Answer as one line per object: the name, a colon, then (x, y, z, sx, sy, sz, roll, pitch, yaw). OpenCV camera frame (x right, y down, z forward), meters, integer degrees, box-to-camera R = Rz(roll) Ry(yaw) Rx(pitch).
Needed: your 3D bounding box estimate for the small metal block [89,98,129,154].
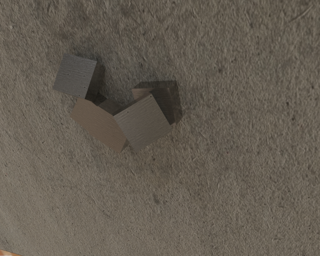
small metal block: (-0.059, -0.003, 0.403, 0.050, 0.025, 0.050, 33, 129, 6)

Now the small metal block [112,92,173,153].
small metal block: (-0.021, -0.007, 0.365, 0.050, 0.025, 0.050, -31, 105, -3)

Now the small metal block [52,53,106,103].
small metal block: (-0.106, -0.066, 0.406, 0.050, 0.025, 0.050, 17, 89, 17)

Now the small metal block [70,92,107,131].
small metal block: (-0.094, -0.022, 0.442, 0.050, 0.025, 0.050, 39, 129, 1)

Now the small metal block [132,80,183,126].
small metal block: (-0.002, -0.031, 0.389, 0.050, 0.025, 0.050, 2, 120, 27)
